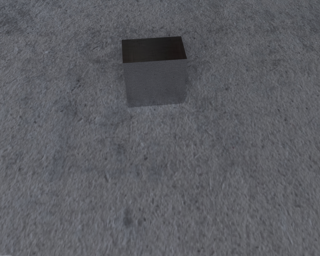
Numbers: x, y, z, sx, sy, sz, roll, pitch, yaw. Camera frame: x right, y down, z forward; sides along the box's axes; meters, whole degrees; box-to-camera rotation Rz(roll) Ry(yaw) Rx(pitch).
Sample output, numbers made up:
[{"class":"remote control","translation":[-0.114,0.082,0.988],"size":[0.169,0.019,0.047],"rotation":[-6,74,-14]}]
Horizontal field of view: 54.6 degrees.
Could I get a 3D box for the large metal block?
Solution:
[{"class":"large metal block","translation":[-0.009,-0.077,0.432],"size":[0.080,0.080,0.050],"rotation":[-5,50,-4]}]
